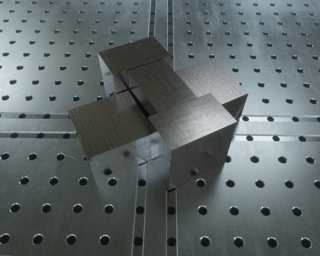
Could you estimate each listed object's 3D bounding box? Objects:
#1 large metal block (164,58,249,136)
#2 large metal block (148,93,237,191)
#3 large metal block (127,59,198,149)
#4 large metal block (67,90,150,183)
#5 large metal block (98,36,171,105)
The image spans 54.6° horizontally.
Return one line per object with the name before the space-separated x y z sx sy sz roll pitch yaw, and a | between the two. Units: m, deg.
large metal block | 0.059 -0.042 0.427 0.081 0.050 0.080 -23 56 -18
large metal block | 0.034 0.016 0.358 0.081 0.080 0.050 -22 54 -19
large metal block | 0.001 -0.027 0.395 0.050 0.080 0.080 -23 54 -18
large metal block | -0.059 0.008 0.386 0.081 0.050 0.080 -21 53 -17
large metal block | -0.033 -0.070 0.430 0.081 0.080 0.050 -22 53 -18
